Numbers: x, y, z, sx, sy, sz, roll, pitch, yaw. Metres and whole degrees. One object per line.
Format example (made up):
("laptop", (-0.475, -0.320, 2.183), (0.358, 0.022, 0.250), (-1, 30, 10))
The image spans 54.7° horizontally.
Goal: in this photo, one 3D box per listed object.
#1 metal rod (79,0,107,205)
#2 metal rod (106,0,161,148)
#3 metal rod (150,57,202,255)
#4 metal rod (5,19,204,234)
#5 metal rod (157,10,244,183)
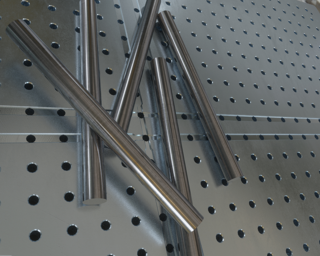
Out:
("metal rod", (-0.088, -0.054, 0.394), (0.025, 0.025, 0.299), (6, 59, -26))
("metal rod", (-0.033, -0.101, 0.453), (0.025, 0.025, 0.300), (22, 53, -16))
("metal rod", (0.017, 0.032, 0.399), (0.025, 0.025, 0.299), (6, 59, -26))
("metal rod", (-0.064, -0.005, 0.344), (0.300, 0.025, 0.025), (47, 51, 4))
("metal rod", (0.055, -0.061, 0.476), (0.025, 0.025, 0.299), (-7, 65, -31))
